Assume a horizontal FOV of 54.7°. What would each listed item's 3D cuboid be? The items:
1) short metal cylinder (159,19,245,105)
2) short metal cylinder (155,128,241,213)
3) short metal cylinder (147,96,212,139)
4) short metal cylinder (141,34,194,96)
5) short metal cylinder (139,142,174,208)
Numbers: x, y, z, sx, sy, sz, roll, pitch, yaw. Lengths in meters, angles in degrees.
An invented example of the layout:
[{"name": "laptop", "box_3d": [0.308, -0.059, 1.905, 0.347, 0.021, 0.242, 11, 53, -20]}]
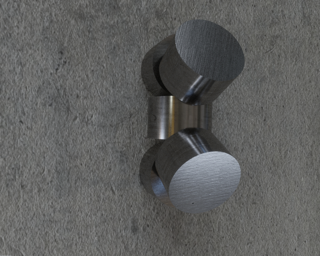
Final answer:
[{"name": "short metal cylinder", "box_3d": [0.045, -0.072, 0.344, 0.081, 0.050, 0.080, 9, 62, -17]}, {"name": "short metal cylinder", "box_3d": [0.040, 0.046, 0.341, 0.081, 0.050, 0.079, -8, 120, -14]}, {"name": "short metal cylinder", "box_3d": [0.025, -0.011, 0.391, 0.081, 0.080, 0.050, 2, 90, -20]}, {"name": "short metal cylinder", "box_3d": [0.021, -0.077, 0.405, 0.081, 0.050, 0.080, 0, 90, -20]}, {"name": "short metal cylinder", "box_3d": [0.018, 0.058, 0.404, 0.081, 0.050, 0.080, 0, 90, -20]}]
